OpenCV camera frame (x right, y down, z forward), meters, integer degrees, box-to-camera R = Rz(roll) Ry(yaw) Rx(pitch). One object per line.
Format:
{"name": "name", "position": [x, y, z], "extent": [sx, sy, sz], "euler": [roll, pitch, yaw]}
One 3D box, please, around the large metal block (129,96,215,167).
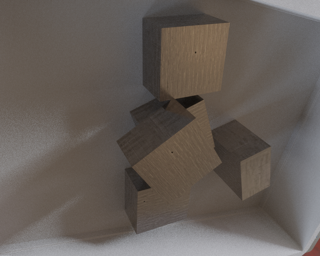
{"name": "large metal block", "position": [0.018, 0.002, 0.403], "extent": [0.080, 0.050, 0.080], "euler": [-28, 128, -11]}

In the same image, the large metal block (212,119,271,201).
{"name": "large metal block", "position": [0.119, 0.047, 0.466], "extent": [0.050, 0.080, 0.080], "euler": [-24, 127, -14]}

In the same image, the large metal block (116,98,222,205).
{"name": "large metal block", "position": [0.012, 0.027, 0.351], "extent": [0.080, 0.050, 0.080], "euler": [-38, 129, -3]}

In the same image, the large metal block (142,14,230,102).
{"name": "large metal block", "position": [0.027, -0.083, 0.356], "extent": [0.081, 0.050, 0.079], "euler": [-12, 124, -22]}

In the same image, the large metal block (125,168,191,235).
{"name": "large metal block", "position": [-0.005, 0.097, 0.450], "extent": [0.081, 0.050, 0.079], "euler": [-10, 123, -23]}
